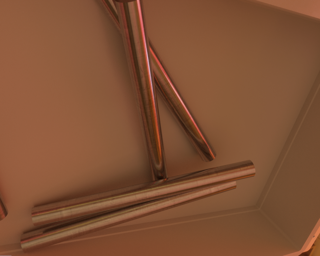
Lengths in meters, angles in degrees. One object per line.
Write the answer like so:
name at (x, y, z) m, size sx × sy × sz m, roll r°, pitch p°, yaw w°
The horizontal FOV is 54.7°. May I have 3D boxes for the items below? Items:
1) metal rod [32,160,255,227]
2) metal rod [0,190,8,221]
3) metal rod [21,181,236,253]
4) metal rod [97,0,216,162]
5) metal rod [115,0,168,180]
metal rod at (-0.014, 0.086, 0.421) m, size 0.302 × 0.025 × 0.025 m, roll -11°, pitch 124°, yaw -11°
metal rod at (-0.196, -0.023, 0.287) m, size 0.025 × 0.025 × 0.298 m, roll -15°, pitch 125°, yaw -21°
metal rod at (-0.035, 0.115, 0.436) m, size 0.302 × 0.025 × 0.025 m, roll -14°, pitch 125°, yaw -11°
metal rod at (0.007, -0.051, 0.382) m, size 0.025 × 0.025 × 0.300 m, roll -38°, pitch 130°, yaw -3°
metal rod at (-0.012, -0.007, 0.379) m, size 0.025 × 0.025 × 0.298 m, roll -22°, pitch 133°, yaw -15°
